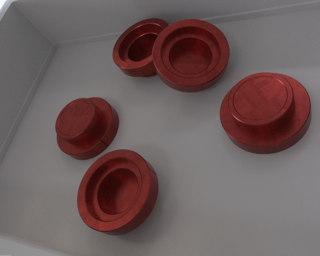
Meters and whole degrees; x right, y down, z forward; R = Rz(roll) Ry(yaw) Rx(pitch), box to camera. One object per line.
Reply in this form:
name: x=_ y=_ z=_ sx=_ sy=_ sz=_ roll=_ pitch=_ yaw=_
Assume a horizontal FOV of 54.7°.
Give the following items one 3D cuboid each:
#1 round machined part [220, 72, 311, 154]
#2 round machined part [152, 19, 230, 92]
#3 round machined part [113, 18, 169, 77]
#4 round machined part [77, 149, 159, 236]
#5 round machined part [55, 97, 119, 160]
round machined part: x=0.115 y=-0.023 z=0.349 sx=0.098 sy=0.042 sz=0.098 roll=-13 pitch=56 yaw=21
round machined part: x=0.041 y=-0.092 z=0.415 sx=0.099 sy=0.042 sz=0.098 roll=-1 pitch=73 yaw=5
round machined part: x=-0.020 y=-0.118 z=0.478 sx=0.098 sy=0.042 sz=0.098 roll=-13 pitch=56 yaw=21
round machined part: x=-0.046 y=0.078 z=0.371 sx=0.098 sy=0.042 sz=0.098 roll=-13 pitch=56 yaw=21
round machined part: x=-0.114 y=-0.005 z=0.458 sx=0.098 sy=0.042 sz=0.098 roll=-13 pitch=56 yaw=21
